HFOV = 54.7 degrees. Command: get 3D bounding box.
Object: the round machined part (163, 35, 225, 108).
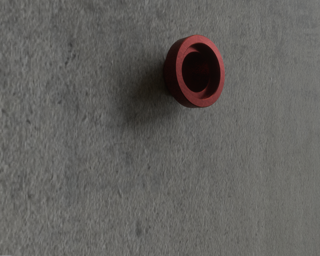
[{"bbox_3d":[0.043,-0.076,0.432,0.099,0.042,0.097,0,90,-40],"label":"round machined part"}]
